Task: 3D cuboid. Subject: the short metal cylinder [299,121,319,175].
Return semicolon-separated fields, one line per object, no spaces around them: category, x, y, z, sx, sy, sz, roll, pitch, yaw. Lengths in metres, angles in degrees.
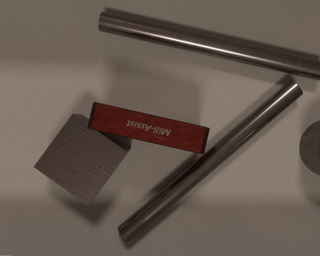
short metal cylinder;0.233;0.028;0.402;0.081;0.050;0.079;0;90;-1

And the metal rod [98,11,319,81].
metal rod;0.069;-0.109;0.412;0.302;0.025;0.025;13;90;-1

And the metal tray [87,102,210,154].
metal tray;-0.012;0.000;0.378;0.131;0.090;0.030;13;90;-1

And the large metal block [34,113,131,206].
large metal block;-0.096;0.038;0.398;0.080;0.050;0.080;36;90;-1

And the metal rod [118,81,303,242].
metal rod;0.067;0.044;0.412;0.300;0.025;0.025;-40;91;-1
